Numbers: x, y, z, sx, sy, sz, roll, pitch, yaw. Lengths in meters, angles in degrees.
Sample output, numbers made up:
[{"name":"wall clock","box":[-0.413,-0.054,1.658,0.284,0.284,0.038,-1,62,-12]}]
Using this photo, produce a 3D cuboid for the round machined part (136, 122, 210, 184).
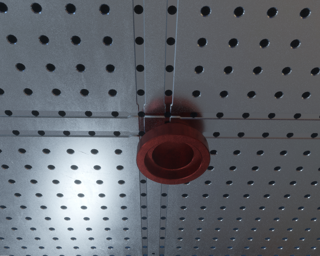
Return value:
[{"name":"round machined part","box":[0.018,0.031,0.427,0.099,0.042,0.097,-1,130,0]}]
